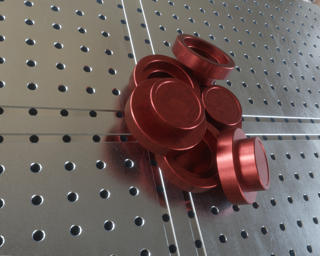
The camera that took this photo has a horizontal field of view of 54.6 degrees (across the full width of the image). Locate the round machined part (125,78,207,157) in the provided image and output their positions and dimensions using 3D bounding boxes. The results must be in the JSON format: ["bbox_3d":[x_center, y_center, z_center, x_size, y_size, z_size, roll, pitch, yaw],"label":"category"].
[{"bbox_3d":[0.013,-0.019,0.361,0.099,0.042,0.098,13,56,-21],"label":"round machined part"}]

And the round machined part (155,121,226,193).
[{"bbox_3d":[0.037,0.036,0.395,0.099,0.042,0.098,13,56,-21],"label":"round machined part"}]

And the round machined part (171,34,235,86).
[{"bbox_3d":[0.062,-0.101,0.477,0.099,0.042,0.098,20,32,-13],"label":"round machined part"}]

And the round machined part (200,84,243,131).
[{"bbox_3d":[0.081,-0.024,0.455,0.099,0.042,0.098,13,56,-21],"label":"round machined part"}]

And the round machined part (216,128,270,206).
[{"bbox_3d":[0.110,0.047,0.395,0.098,0.042,0.098,32,52,-52],"label":"round machined part"}]

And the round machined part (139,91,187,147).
[{"bbox_3d":[0.007,-0.012,0.407,0.099,0.042,0.098,13,56,-21],"label":"round machined part"}]

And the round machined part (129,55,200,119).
[{"bbox_3d":[0.003,-0.050,0.429,0.099,0.042,0.098,13,56,-21],"label":"round machined part"}]
